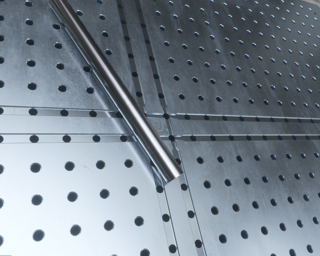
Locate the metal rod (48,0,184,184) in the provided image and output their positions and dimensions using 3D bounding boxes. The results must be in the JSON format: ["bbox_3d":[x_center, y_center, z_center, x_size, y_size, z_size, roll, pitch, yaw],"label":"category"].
[{"bbox_3d":[-0.063,-0.060,0.409,0.025,0.025,0.299,-26,76,-37],"label":"metal rod"}]
